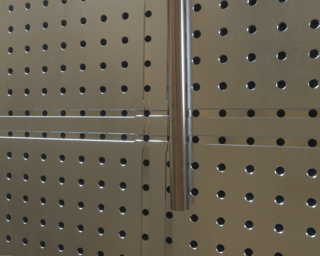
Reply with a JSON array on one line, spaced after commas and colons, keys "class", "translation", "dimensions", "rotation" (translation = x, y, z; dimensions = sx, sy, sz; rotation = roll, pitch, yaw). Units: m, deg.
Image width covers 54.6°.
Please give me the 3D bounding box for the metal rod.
[{"class": "metal rod", "translation": [0.023, -0.045, 0.404], "dimensions": [0.025, 0.025, 0.298], "rotation": [-1, 90, 20]}]
